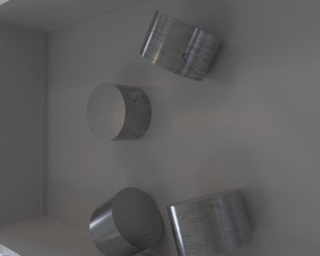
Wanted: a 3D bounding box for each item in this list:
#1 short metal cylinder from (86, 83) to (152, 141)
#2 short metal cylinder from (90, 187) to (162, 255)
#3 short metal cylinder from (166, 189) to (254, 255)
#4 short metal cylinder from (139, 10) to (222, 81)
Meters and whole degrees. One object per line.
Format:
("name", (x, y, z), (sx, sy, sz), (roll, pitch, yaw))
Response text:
("short metal cylinder", (-0.059, -0.022, 0.439), (0.080, 0.050, 0.080), (0, 90, 40))
("short metal cylinder", (-0.044, 0.125, 0.407), (0.050, 0.081, 0.080), (-39, 66, 33))
("short metal cylinder", (0.052, 0.099, 0.328), (0.080, 0.081, 0.050), (-23, 76, 38))
("short metal cylinder", (0.023, -0.093, 0.352), (0.080, 0.081, 0.050), (37, 113, 33))
